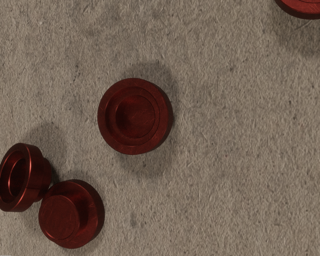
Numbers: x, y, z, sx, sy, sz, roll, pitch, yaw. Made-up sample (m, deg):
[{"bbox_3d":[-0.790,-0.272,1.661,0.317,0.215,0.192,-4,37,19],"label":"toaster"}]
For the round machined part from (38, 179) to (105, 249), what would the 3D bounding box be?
[{"bbox_3d":[-0.133,0.125,0.445,0.098,0.042,0.097,0,90,19],"label":"round machined part"}]

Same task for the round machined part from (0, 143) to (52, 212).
[{"bbox_3d":[-0.197,0.073,0.454,0.098,0.042,0.098,-14,67,37],"label":"round machined part"}]

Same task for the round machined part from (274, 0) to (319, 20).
[{"bbox_3d":[0.172,-0.167,0.339,0.098,0.042,0.097,0,90,19],"label":"round machined part"}]

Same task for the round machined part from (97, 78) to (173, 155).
[{"bbox_3d":[-0.029,-0.015,0.409,0.098,0.042,0.097,0,90,19],"label":"round machined part"}]
